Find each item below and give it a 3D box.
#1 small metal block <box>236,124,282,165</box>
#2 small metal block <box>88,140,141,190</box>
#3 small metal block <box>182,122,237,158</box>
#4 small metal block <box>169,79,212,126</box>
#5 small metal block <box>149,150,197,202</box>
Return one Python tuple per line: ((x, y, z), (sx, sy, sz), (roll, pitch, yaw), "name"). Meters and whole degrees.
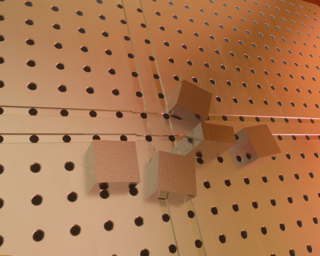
((0.149, 0.024, 0.473), (0.050, 0.025, 0.050), (-8, 66, -32), "small metal block")
((-0.053, 0.042, 0.354), (0.050, 0.025, 0.050), (4, 60, -26), "small metal block")
((0.065, 0.018, 0.416), (0.050, 0.050, 0.025), (7, 59, -25), "small metal block")
((0.045, -0.036, 0.454), (0.050, 0.025, 0.050), (26, 53, -12), "small metal block")
((0.016, 0.059, 0.380), (0.050, 0.025, 0.050), (14, 56, -21), "small metal block")
